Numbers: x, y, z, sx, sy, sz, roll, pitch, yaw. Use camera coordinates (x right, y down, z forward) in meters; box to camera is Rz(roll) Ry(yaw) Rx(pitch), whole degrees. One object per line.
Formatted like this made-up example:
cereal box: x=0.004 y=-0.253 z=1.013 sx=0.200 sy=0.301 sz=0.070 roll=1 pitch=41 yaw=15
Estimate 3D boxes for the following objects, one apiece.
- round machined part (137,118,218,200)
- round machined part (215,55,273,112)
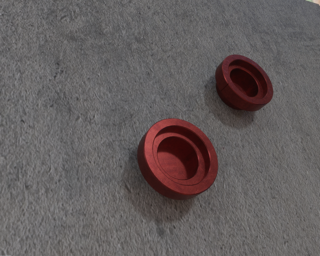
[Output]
round machined part: x=0.018 y=0.040 z=0.378 sx=0.099 sy=0.042 sz=0.098 roll=14 pitch=56 yaw=-21
round machined part: x=0.131 y=-0.068 z=0.505 sx=0.099 sy=0.042 sz=0.098 roll=14 pitch=56 yaw=-21
